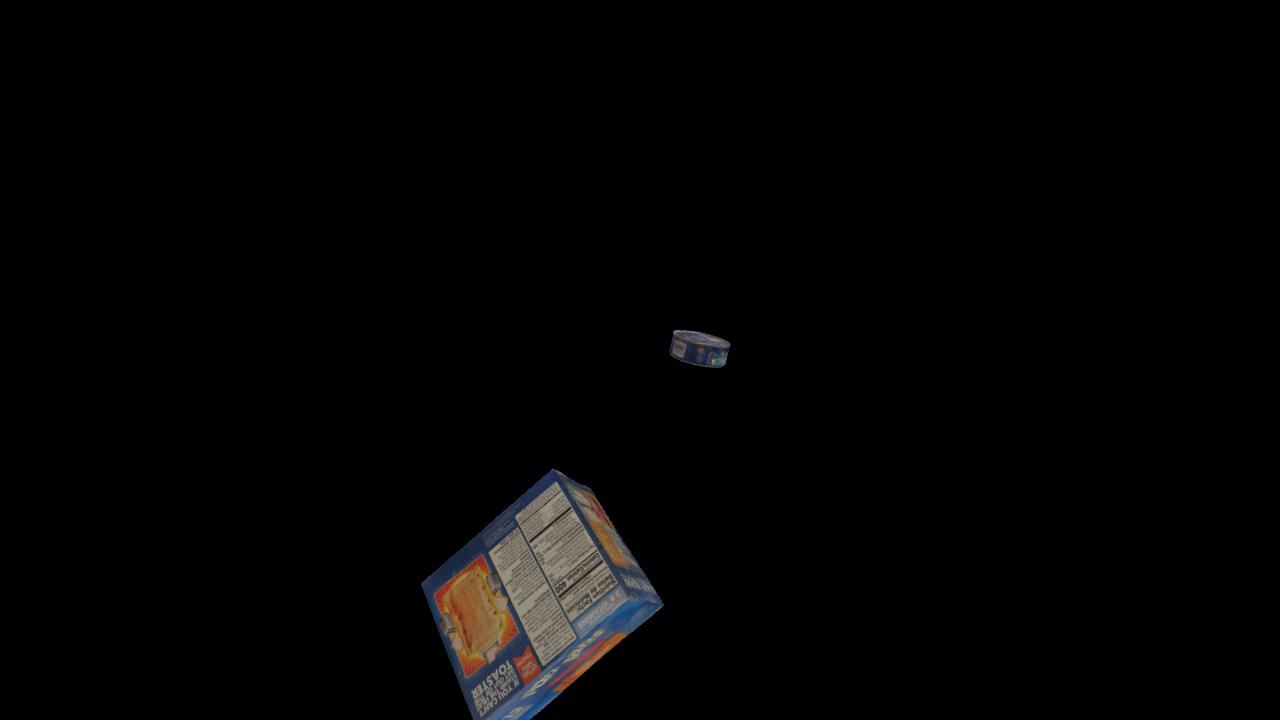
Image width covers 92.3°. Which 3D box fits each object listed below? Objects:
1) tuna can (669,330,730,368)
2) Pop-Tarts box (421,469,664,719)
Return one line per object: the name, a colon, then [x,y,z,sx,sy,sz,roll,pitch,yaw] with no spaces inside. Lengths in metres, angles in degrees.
tuna can: [0.085,-0.016,0.879,0.084,0.034,0.084,11,13,-3]
Pop-Tarts box: [-0.090,0.212,0.557,0.141,0.167,0.083,50,4,34]
